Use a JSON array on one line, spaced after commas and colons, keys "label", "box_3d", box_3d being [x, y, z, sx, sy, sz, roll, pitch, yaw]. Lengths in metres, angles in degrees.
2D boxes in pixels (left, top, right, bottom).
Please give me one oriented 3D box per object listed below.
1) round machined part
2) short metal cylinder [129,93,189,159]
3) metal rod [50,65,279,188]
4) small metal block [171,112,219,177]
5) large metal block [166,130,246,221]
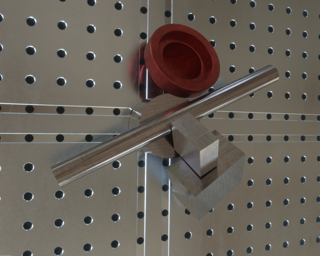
[{"label": "round machined part", "box_3d": [0.025, -0.082, 0.401, 0.099, 0.042, 0.098, 11, 63, -22]}, {"label": "short metal cylinder", "box_3d": [0.005, -0.003, 0.401, 0.081, 0.050, 0.079, 0, 90, -21]}, {"label": "metal rod", "box_3d": [0.021, -0.011, 0.368, 0.302, 0.025, 0.025, -26, 99, -19]}, {"label": "small metal block", "box_3d": [0.039, 0.019, 0.350, 0.025, 0.050, 0.050, -31, 143, -18]}, {"label": "large metal block", "box_3d": [0.060, 0.062, 0.398, 0.080, 0.050, 0.080, -37, 147, -16]}]
